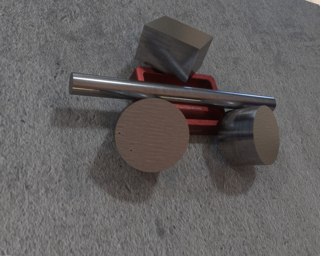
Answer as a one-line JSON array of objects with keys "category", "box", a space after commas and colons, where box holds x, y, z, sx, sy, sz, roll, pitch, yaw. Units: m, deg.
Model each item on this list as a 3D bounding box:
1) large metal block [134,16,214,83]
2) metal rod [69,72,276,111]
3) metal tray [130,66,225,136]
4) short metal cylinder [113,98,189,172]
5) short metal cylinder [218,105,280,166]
[{"category": "large metal block", "box": [0.022, -0.116, 0.444, 0.080, 0.050, 0.080, 27, 34, 8]}, {"category": "metal rod", "box": [0.036, -0.043, 0.412, 0.302, 0.025, 0.025, 3, 61, -27]}, {"category": "metal tray", "box": [0.027, -0.036, 0.439, 0.131, 0.030, 0.090, 2, 61, -27]}, {"category": "short metal cylinder", "box": [-0.012, 0.006, 0.355, 0.081, 0.050, 0.079, -1, 93, -11]}, {"category": "short metal cylinder", "box": [0.124, 0.012, 0.428, 0.081, 0.050, 0.080, 8, 79, -47]}]
